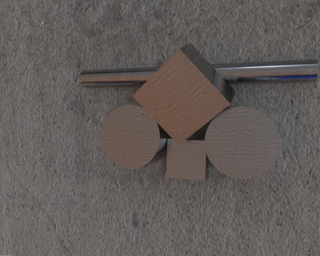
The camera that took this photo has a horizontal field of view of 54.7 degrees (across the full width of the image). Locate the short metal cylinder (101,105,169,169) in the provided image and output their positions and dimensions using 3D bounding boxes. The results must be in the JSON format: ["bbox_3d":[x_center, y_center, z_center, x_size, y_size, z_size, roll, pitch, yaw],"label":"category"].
[{"bbox_3d":[-0.029,0.011,0.406,0.080,0.050,0.079,0,90,20],"label":"short metal cylinder"}]

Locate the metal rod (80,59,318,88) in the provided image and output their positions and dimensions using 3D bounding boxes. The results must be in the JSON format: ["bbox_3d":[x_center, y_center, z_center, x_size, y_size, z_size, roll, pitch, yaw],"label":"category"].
[{"bbox_3d":[0.034,-0.068,0.398,0.301,0.025,0.025,1,91,19],"label":"metal rod"}]

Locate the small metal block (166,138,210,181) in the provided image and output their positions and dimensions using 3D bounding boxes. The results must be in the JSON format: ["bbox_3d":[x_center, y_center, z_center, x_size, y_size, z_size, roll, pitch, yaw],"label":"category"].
[{"bbox_3d":[0.037,0.039,0.398,0.050,0.025,0.050,2,91,20],"label":"small metal block"}]

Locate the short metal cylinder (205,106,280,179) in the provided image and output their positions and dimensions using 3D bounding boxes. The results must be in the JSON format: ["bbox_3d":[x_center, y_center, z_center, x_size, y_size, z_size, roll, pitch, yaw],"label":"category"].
[{"bbox_3d":[0.097,0.016,0.362,0.080,0.050,0.079,0,90,20],"label":"short metal cylinder"}]

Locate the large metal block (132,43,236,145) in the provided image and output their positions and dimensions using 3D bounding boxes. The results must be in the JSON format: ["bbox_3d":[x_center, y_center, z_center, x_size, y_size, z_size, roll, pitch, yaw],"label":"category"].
[{"bbox_3d":[0.029,-0.040,0.368,0.080,0.050,0.080,47,119,-3],"label":"large metal block"}]
